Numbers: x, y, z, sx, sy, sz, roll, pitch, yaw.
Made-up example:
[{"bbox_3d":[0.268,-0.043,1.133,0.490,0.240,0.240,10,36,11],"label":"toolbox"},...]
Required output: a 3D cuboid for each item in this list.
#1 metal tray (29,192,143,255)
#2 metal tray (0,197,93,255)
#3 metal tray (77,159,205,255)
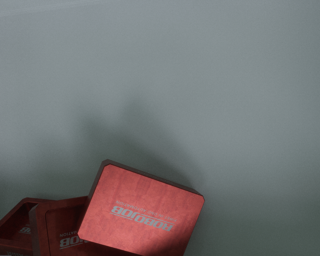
[{"bbox_3d":[-0.083,0.129,0.376,0.030,0.131,0.090,-33,65,48],"label":"metal tray"},{"bbox_3d":[-0.161,0.141,0.428,0.130,0.090,0.030,1,117,19],"label":"metal tray"},{"bbox_3d":[-0.022,0.101,0.372,0.131,0.030,0.090,22,88,-16],"label":"metal tray"}]
